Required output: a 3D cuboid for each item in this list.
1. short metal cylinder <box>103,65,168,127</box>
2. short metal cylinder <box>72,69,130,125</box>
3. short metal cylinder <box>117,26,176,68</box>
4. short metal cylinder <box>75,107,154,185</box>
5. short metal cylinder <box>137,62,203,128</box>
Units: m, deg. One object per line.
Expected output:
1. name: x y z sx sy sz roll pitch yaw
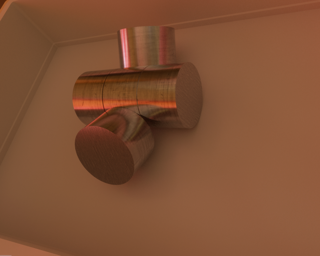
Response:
1. short metal cylinder: -0.030 -0.041 0.409 0.050 0.080 0.080 1 62 29
2. short metal cylinder: -0.074 -0.041 0.433 0.050 0.080 0.080 1 62 29
3. short metal cylinder: -0.018 -0.111 0.437 0.080 0.080 0.050 2 101 29
4. short metal cylinder: -0.054 0.021 0.374 0.080 0.080 0.050 0 28 28
5. short metal cylinder: 0.015 -0.040 0.385 0.050 0.080 0.080 1 62 29
